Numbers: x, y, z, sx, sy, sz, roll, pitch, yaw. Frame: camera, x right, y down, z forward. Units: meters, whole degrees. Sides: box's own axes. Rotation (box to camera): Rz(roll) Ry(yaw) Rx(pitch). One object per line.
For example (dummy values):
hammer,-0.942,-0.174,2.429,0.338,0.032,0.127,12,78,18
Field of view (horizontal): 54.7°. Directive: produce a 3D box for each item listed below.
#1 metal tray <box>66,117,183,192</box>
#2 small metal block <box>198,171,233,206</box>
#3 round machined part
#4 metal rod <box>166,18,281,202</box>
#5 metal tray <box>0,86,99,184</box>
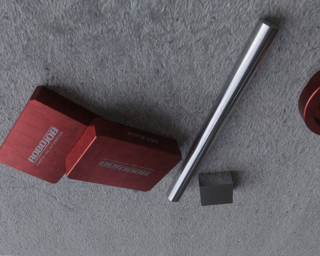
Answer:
metal tray,-0.047,0.041,0.416,0.131,0.030,0.090,18,128,-34
small metal block,0.088,0.096,0.491,0.050,0.025,0.050,-6,130,5
round machined part,0.214,-0.038,0.367,0.099,0.042,0.097,-1,130,0
metal rod,0.067,0.001,0.409,0.025,0.025,0.298,13,129,-12
metal tray,-0.150,0.015,0.414,0.090,0.030,0.129,30,124,-24
